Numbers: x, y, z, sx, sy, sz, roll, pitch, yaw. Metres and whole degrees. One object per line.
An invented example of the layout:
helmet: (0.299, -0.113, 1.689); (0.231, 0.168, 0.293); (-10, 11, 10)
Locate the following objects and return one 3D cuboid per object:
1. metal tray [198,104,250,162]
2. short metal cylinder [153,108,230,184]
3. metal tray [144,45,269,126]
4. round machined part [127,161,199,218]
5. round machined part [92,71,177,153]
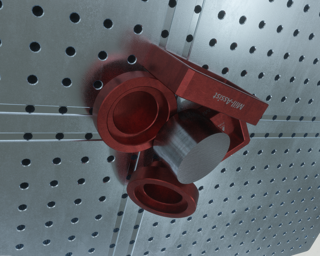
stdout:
metal tray: (0.066, 0.018, 0.456); (0.131, 0.030, 0.090); (-32, 129, -8)
short metal cylinder: (0.039, 0.023, 0.384); (0.081, 0.050, 0.080); (-26, 141, -23)
metal tray: (0.056, -0.050, 0.370); (0.131, 0.090, 0.030); (16, 110, -35)
round machined part: (0.007, 0.083, 0.434); (0.098, 0.042, 0.097); (12, 139, 11)
round machined part: (-0.032, -0.022, 0.370); (0.099, 0.042, 0.097); (-14, 125, -21)
